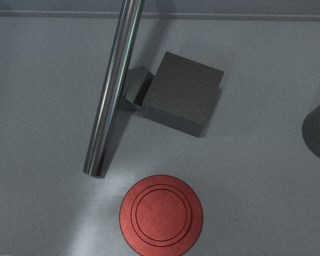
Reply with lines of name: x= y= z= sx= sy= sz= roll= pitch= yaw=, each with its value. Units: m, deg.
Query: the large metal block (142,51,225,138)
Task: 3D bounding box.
large metal block: x=0.030 y=-0.043 z=0.412 sx=0.080 sy=0.050 sz=0.080 roll=21 pitch=71 yaw=6

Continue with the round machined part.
round machined part: x=0.001 y=0.103 z=0.363 sx=0.099 sy=0.042 sz=0.098 roll=0 pitch=70 yaw=-1

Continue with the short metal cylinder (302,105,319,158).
short metal cylinder: x=0.234 y=0.000 z=0.399 sx=0.081 sy=0.050 sz=0.080 roll=0 pitch=70 yaw=0

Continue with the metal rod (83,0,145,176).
metal rod: x=-0.048 y=-0.087 z=0.375 sx=0.025 sy=0.025 sz=0.298 roll=15 pitch=96 yaw=5

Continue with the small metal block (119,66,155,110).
small metal block: x=-0.039 y=-0.052 z=0.413 sx=0.025 sy=0.050 sz=0.050 roll=38 pitch=68 yaw=-32
